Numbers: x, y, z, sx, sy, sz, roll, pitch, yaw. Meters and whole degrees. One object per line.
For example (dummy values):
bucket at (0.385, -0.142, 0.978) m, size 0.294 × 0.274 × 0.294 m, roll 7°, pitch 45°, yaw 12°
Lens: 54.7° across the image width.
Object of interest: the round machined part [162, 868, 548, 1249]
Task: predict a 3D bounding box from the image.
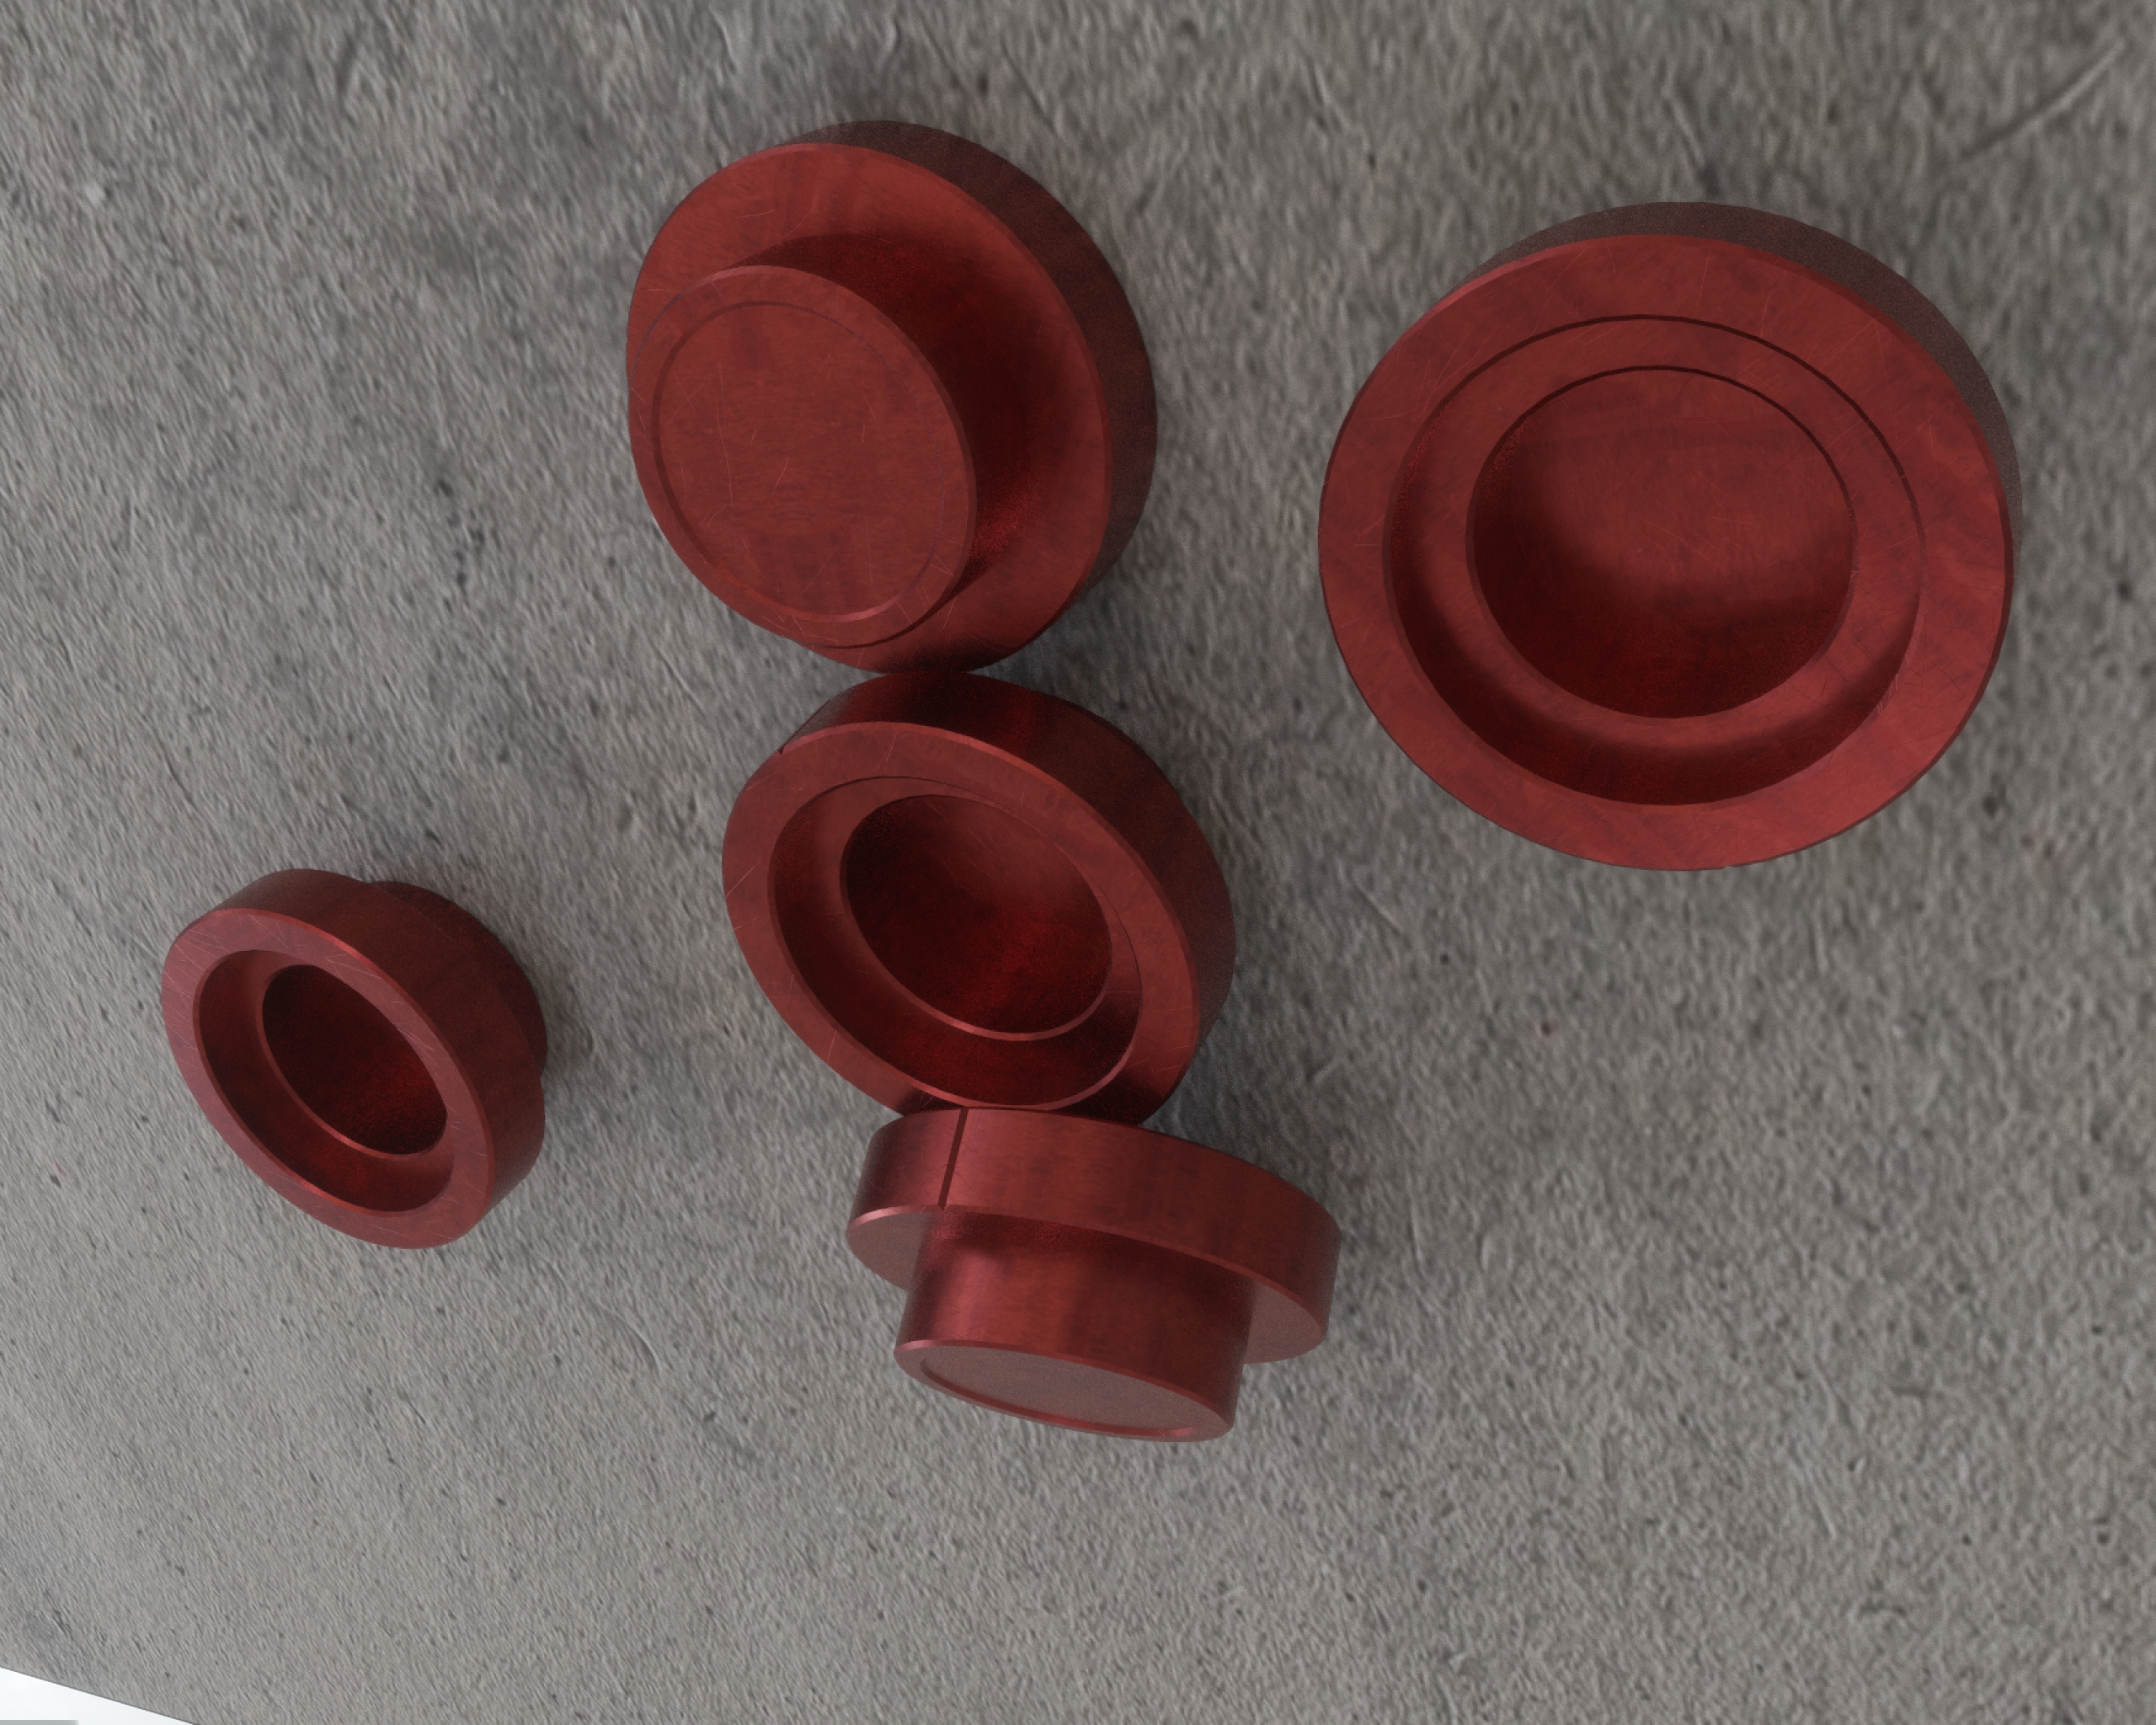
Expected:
round machined part at (-0.171, 0.043, 0.513) m, size 0.098 × 0.042 × 0.097 m, roll 13°, pitch 124°, yaw 21°

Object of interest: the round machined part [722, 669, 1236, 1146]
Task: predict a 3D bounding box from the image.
round machined part at (-0.015, 0.005, 0.404) m, size 0.098 × 0.042 × 0.097 m, roll 14°, pitch 129°, yaw 18°

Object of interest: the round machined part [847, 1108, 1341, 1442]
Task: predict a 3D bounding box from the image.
round machined part at (0.001, 0.087, 0.420) m, size 0.099 × 0.042 × 0.098 m, roll 10°, pitch 154°, yaw 5°

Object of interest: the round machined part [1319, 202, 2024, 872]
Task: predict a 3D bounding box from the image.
round machined part at (0.090, -0.051, 0.317) m, size 0.098 × 0.042 × 0.097 m, roll 13°, pitch 124°, yaw 21°

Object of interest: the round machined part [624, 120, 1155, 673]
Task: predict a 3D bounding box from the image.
round machined part at (-0.040, -0.077, 0.369) m, size 0.098 × 0.042 × 0.097 m, roll 13°, pitch 124°, yaw 21°
